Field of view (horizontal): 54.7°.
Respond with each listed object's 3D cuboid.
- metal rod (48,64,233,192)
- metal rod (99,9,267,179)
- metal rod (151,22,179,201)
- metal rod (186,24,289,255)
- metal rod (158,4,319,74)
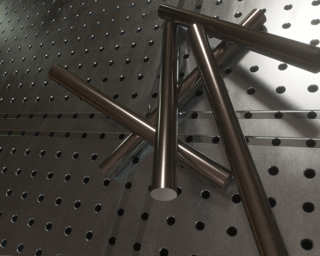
[{"bbox_3d":[-0.042,-0.013,0.399,0.300,0.025,0.025,32,79,26],"label":"metal rod"},{"bbox_3d":[0.033,-0.049,0.419,0.300,0.025,0.025,-46,51,-4],"label":"metal rod"},{"bbox_3d":[0.011,-0.048,0.395,0.025,0.025,0.300,-15,45,19],"label":"metal rod"},{"bbox_3d":[0.077,-0.005,0.351,0.025,0.025,0.299,-21,60,15],"label":"metal rod"},{"bbox_3d":[0.081,-0.131,0.413,0.025,0.025,0.300,-45,42,-3],"label":"metal rod"}]
